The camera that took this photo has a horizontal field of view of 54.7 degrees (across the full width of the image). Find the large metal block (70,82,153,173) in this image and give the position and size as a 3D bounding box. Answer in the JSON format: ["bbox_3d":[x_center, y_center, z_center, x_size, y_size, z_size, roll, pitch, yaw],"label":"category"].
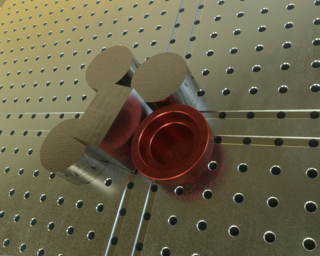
[{"bbox_3d":[-0.052,0.000,0.397,0.050,0.080,0.080,17,71,35],"label":"large metal block"}]

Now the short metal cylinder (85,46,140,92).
[{"bbox_3d":[-0.066,-0.079,0.475,0.080,0.050,0.080,-13,56,21],"label":"short metal cylinder"}]

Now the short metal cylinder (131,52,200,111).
[{"bbox_3d":[0.008,-0.055,0.422,0.080,0.050,0.080,-13,56,21],"label":"short metal cylinder"}]

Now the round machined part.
[{"bbox_3d":[0.018,0.023,0.374,0.098,0.042,0.098,-13,56,21],"label":"round machined part"}]

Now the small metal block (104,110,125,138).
[{"bbox_3d":[-0.073,-0.013,0.454,0.050,0.025,0.050,16,70,34],"label":"small metal block"}]

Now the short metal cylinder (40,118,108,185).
[{"bbox_3d":[-0.118,0.033,0.434,0.080,0.050,0.080,-13,56,21],"label":"short metal cylinder"}]
